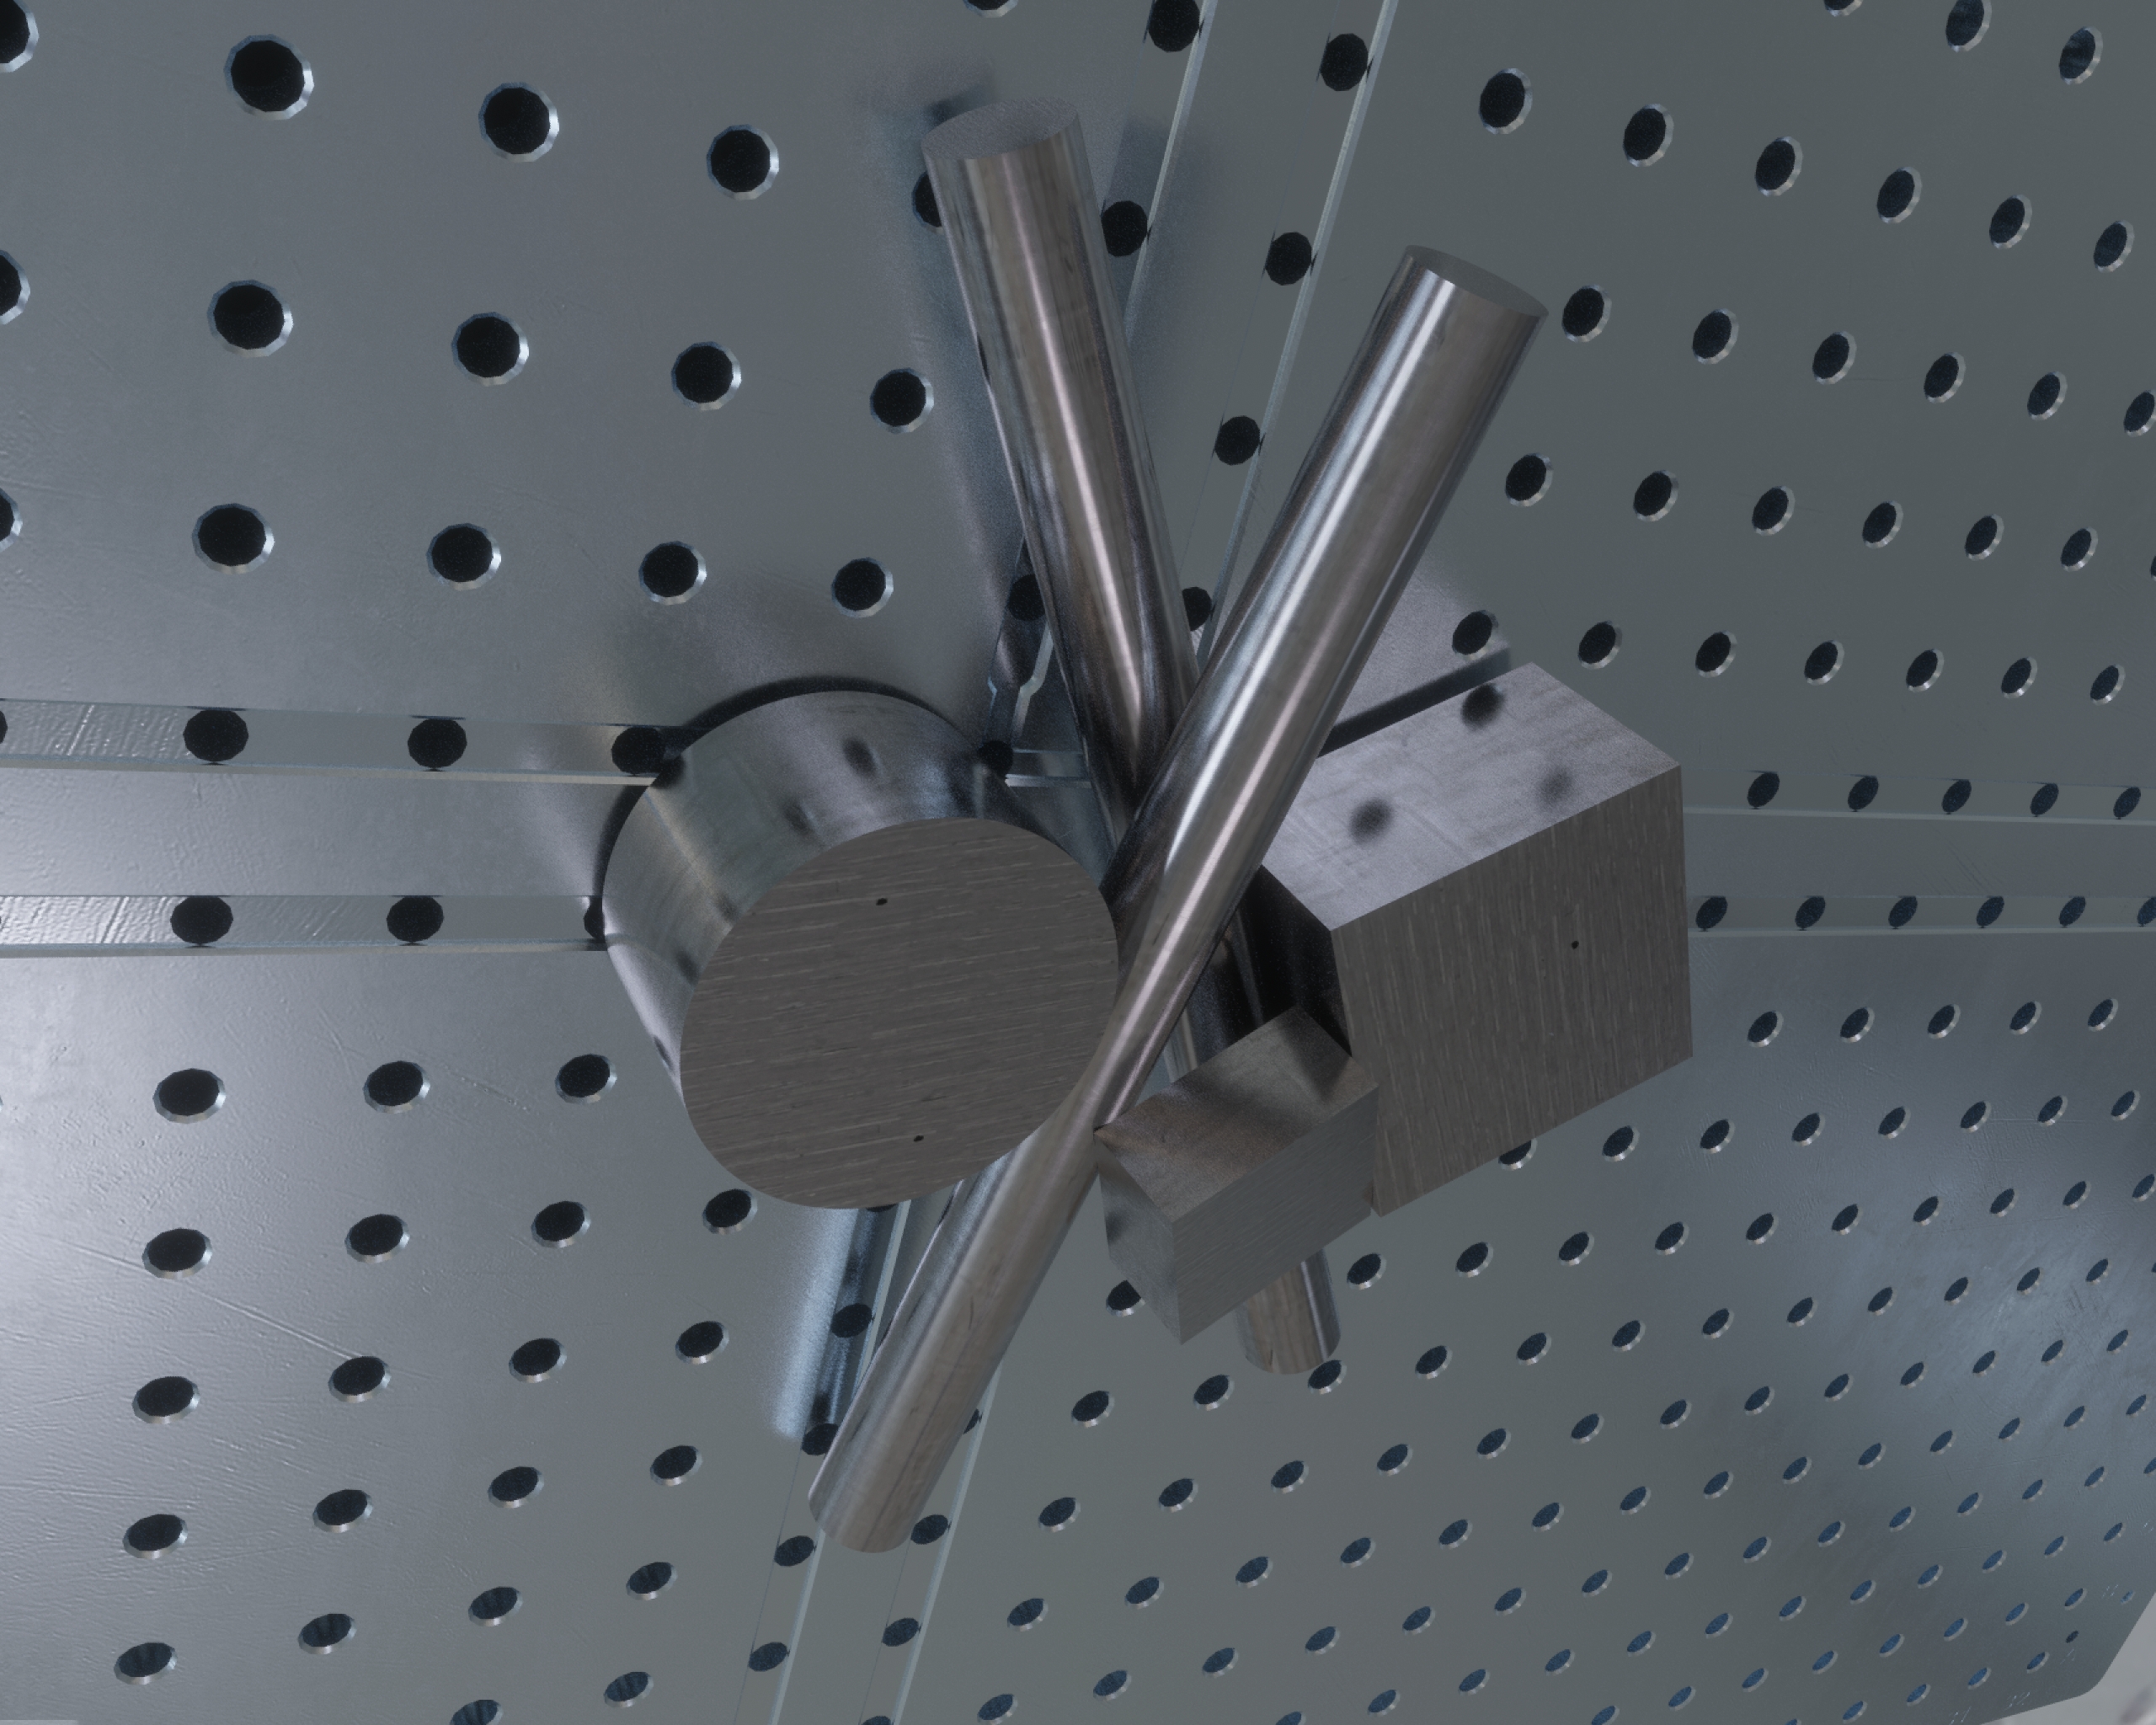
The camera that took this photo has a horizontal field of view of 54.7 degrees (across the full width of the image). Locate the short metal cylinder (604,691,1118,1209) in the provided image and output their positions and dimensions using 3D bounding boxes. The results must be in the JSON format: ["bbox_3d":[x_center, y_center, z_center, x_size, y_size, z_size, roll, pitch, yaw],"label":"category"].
[{"bbox_3d":[-0.040,0.016,0.378,0.081,0.050,0.079,-14,125,-21],"label":"short metal cylinder"}]

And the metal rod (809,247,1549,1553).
[{"bbox_3d":[0.007,0.026,0.402,0.025,0.025,0.298,6,123,-32],"label":"metal rod"}]

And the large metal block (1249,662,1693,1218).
[{"bbox_3d":[0.081,0.016,0.444,0.081,0.050,0.080,-25,128,-14],"label":"large metal block"}]

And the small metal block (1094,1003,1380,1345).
[{"bbox_3d":[0.033,0.064,0.423,0.050,0.025,0.050,-30,144,-19],"label":"small metal block"}]

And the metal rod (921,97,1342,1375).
[{"bbox_3d":[0.020,0.000,0.417,0.025,0.025,0.298,-25,128,-13],"label":"metal rod"}]
